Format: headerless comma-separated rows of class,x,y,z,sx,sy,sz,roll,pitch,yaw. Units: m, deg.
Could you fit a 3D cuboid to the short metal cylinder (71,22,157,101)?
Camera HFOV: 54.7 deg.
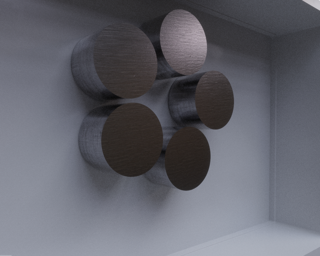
short metal cylinder,-0.050,-0.071,0.346,0.081,0.050,0.080,0,90,-40

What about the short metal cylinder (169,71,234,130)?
short metal cylinder,0.059,-0.038,0.437,0.081,0.050,0.080,0,90,-40

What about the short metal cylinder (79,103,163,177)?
short metal cylinder,-0.043,0.012,0.351,0.081,0.050,0.080,0,90,-40

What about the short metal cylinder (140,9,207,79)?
short metal cylinder,0.015,-0.105,0.399,0.081,0.050,0.080,0,90,-40

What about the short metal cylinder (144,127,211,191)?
short metal cylinder,0.020,0.038,0.405,0.081,0.050,0.080,0,90,-40
